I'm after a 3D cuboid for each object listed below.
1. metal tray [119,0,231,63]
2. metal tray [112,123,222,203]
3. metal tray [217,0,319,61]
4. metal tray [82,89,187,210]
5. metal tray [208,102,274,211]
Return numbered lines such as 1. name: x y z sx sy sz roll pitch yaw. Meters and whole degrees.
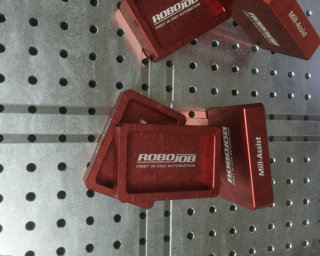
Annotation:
1. metal tray: 0.024 -0.158 0.417 0.131 0.030 0.090 -35 101 -17
2. metal tray: 0.010 0.041 0.380 0.131 0.030 0.090 2 90 -20
3. metal tray: 0.142 -0.142 0.404 0.131 0.090 0.030 28 96 -40
4. metal tray: -0.031 0.027 0.398 0.090 0.030 0.130 25 82 -18
5. metal tray: 0.105 0.034 0.416 0.030 0.090 0.129 -8 93 -20
